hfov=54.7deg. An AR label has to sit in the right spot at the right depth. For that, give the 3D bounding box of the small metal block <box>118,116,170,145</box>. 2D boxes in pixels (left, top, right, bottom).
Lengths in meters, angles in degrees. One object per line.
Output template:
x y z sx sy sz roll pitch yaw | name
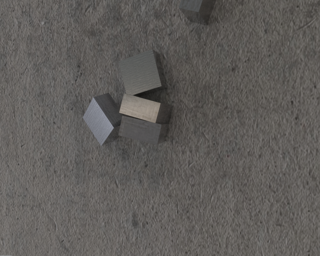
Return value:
-0.019 0.001 0.399 0.050 0.050 0.025 13 95 12 | small metal block

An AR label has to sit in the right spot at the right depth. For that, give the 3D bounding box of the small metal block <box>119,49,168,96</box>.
-0.022 -0.071 0.417 0.050 0.025 0.050 -15 85 19 | small metal block

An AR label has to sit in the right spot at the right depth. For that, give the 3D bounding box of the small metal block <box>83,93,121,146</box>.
-0.075 -0.011 0.424 0.050 0.025 0.050 55 138 12 | small metal block

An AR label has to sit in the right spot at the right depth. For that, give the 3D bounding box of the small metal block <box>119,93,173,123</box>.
-0.016 -0.025 0.401 0.050 0.050 0.025 17 96 19 | small metal block

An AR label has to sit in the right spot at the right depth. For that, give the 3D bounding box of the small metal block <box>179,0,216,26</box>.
0.049 -0.160 0.378 0.025 0.050 0.050 20 97 19 | small metal block
